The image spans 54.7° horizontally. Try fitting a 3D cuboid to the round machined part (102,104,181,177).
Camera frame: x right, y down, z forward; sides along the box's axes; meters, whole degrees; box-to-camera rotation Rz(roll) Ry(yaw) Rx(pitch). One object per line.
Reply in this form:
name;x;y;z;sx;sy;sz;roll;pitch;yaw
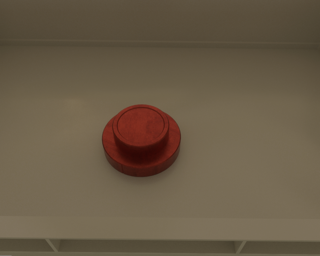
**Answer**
round machined part;-0.023;0.008;0.387;0.099;0.042;0.098;0;50;0
